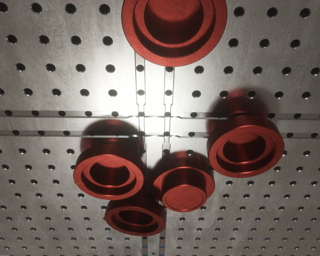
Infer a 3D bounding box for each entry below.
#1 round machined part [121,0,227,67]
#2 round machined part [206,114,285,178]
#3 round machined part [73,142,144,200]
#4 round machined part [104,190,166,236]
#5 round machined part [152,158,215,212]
[{"bbox_3d":[0.013,-0.113,0.304,0.099,0.042,0.097,-1,130,0],"label":"round machined part"},{"bbox_3d":[0.112,0.020,0.420,0.099,0.042,0.097,-1,130,0],"label":"round machined part"},{"bbox_3d":[-0.072,0.058,0.449,0.099,0.042,0.097,-1,130,0],"label":"round machined part"},{"bbox_3d":[-0.038,0.136,0.510,0.099,0.042,0.097,5,136,5],"label":"round machined part"},{"bbox_3d":[0.037,0.094,0.482,0.099,0.042,0.097,-1,130,0],"label":"round machined part"}]
